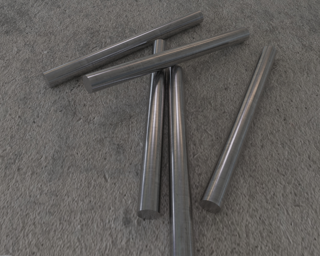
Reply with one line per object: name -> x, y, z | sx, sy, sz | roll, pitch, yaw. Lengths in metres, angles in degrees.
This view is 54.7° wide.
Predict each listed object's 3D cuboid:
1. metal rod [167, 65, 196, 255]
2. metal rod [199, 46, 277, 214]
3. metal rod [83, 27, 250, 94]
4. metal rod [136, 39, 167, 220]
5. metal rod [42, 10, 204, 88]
metal rod -> 0.023, 0.028, 0.379 | 0.025, 0.025, 0.300 | 0, 50, 0
metal rod -> 0.116, -0.020, 0.420 | 0.025, 0.025, 0.301 | 19, 53, 15
metal rod -> 0.027, -0.110, 0.467 | 0.302, 0.025, 0.025 | -25, 54, -30
metal rod -> -0.006, -0.023, 0.422 | 0.025, 0.025, 0.300 | 2, 50, 1
metal rod -> -0.048, -0.139, 0.519 | 0.302, 0.025, 0.025 | -30, 56, -23
